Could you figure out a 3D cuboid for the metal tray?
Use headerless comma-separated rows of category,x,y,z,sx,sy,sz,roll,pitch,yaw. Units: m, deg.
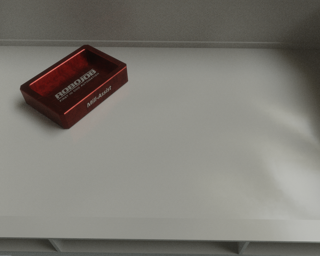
metal tray,-0.122,-0.066,0.456,0.090,0.030,0.131,30,56,23
